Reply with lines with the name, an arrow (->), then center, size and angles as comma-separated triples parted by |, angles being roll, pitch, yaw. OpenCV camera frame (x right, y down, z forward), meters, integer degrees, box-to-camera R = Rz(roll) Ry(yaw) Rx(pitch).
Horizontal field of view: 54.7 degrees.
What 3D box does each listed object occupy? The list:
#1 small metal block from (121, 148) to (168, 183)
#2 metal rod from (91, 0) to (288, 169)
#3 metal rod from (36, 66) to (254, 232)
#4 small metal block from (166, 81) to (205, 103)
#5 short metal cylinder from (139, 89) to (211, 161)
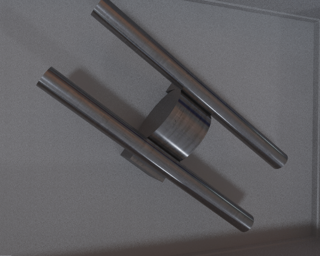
small metal block -> -0.017, 0.040, 0.390 | 0.050, 0.050, 0.025 | 38, 78, -16
metal rod -> 0.048, -0.043, 0.375 | 0.301, 0.025, 0.025 | 38, 78, -17
metal rod -> -0.003, 0.035, 0.357 | 0.301, 0.025, 0.025 | 37, 78, -16
small metal block -> 0.042, -0.045, 0.412 | 0.050, 0.050, 0.025 | 38, 78, -16
short metal cylinder -> 0.017, -0.003, 0.387 | 0.050, 0.080, 0.080 | 38, 78, -17
